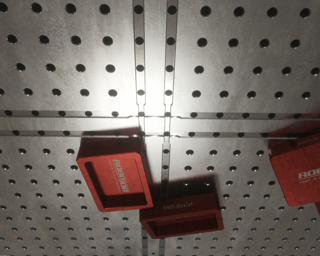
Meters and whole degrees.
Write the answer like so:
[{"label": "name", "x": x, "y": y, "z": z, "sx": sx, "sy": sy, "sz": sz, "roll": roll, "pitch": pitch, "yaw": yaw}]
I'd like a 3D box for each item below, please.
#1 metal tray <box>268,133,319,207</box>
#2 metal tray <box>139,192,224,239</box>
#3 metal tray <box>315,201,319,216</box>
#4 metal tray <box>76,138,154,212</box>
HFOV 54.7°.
[{"label": "metal tray", "x": 0.230, "y": 0.053, "z": 0.431, "sx": 0.130, "sy": 0.030, "sz": 0.090, "roll": -20, "pitch": 108, "yaw": 21}, {"label": "metal tray", "x": 0.039, "y": 0.152, "z": 0.528, "sx": 0.131, "sy": 0.030, "sz": 0.090, "roll": -11, "pitch": 140, "yaw": 8}, {"label": "metal tray", "x": 0.284, "y": 0.089, "z": 0.489, "sx": 0.090, "sy": 0.030, "sz": 0.130, "roll": -23, "pitch": 127, "yaw": 18}, {"label": "metal tray", "x": -0.063, "y": 0.076, "z": 0.471, "sx": 0.091, "sy": 0.030, "sz": 0.129, "roll": -6, "pitch": 130, "yaw": 5}]
